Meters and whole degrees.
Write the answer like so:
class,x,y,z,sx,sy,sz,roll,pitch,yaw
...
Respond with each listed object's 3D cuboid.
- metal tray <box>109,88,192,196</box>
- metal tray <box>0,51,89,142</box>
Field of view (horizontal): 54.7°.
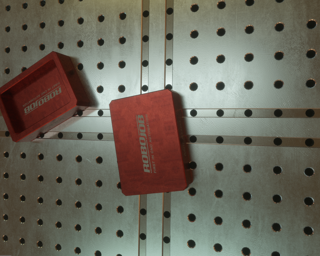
class,x,y,z,sx,sy,sz,roll,pitch,yaw
metal tray,-0.013,0.020,0.414,0.090,0.030,0.129,-10,87,19
metal tray,-0.182,-0.045,0.472,0.130,0.030,0.090,-28,81,17
